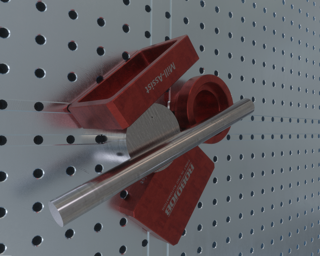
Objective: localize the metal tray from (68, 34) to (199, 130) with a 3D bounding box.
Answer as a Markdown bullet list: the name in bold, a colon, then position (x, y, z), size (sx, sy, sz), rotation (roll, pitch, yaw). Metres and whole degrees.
- **metal tray**: position (-0.028, -0.051, 0.343), size (0.131, 0.090, 0.030), rotation (-47, 118, -30)

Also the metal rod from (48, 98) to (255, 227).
- **metal rod**: position (0.018, 0.022, 0.359), size (0.302, 0.025, 0.025), rotation (-26, 107, -37)

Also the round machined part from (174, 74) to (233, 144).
- **round machined part**: position (0.060, -0.026, 0.449), size (0.099, 0.042, 0.097), rotation (0, 90, -40)

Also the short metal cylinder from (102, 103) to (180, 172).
- **short metal cylinder**: position (-0.022, 0.011, 0.375), size (0.081, 0.050, 0.079), rotation (0, 90, -40)

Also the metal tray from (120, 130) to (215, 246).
- **metal tray**: position (0.015, 0.078, 0.420), size (0.090, 0.030, 0.130), rotation (46, 63, -30)
